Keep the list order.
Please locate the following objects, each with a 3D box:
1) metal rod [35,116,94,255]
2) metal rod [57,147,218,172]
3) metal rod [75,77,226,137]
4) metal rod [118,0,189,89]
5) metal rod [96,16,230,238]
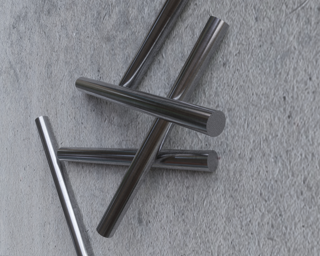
[{"bbox_3d":[-0.166,0.112,0.542,0.025,0.025,0.299,-38,67,33],"label":"metal rod"},{"bbox_3d":[-0.055,0.042,0.450,0.300,0.025,0.025,-2,89,40],"label":"metal rod"},{"bbox_3d":[-0.038,-0.038,0.397,0.300,0.025,0.025,21,104,50],"label":"metal rod"},{"bbox_3d":[0.028,-0.169,0.381,0.025,0.025,0.298,49,119,29],"label":"metal rod"},{"bbox_3d":[-0.002,0.008,0.379,0.025,0.025,0.298,36,104,34],"label":"metal rod"}]
